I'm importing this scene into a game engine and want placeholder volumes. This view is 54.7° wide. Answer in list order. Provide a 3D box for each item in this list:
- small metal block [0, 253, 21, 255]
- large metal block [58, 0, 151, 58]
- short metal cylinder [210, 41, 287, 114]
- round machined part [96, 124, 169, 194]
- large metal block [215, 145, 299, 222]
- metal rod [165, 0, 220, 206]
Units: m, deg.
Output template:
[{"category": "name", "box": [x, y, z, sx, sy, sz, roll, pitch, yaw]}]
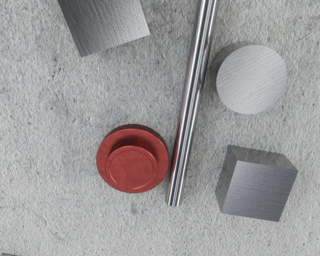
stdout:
[{"category": "small metal block", "box": [-0.233, 0.231, 0.492, 0.050, 0.025, 0.050, 13, 110, -5]}, {"category": "large metal block", "box": [-0.061, -0.133, 0.347, 0.080, 0.050, 0.080, -17, 110, 6]}, {"category": "short metal cylinder", "box": [0.104, -0.062, 0.375, 0.081, 0.050, 0.079, 0, 110, -1]}, {"category": "round machined part", "box": [-0.037, 0.047, 0.418, 0.099, 0.042, 0.097, 0, 110, -1]}, {"category": "large metal block", "box": [0.128, 0.075, 0.426, 0.081, 0.050, 0.079, 10, 110, -4]}, {"category": "metal rod", "box": [0.039, -0.032, 0.398, 0.025, 0.025, 0.298, 7, 110, -3]}]
